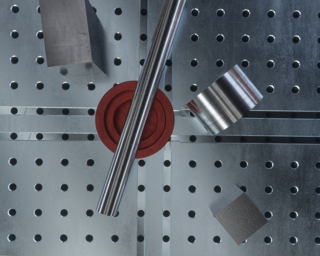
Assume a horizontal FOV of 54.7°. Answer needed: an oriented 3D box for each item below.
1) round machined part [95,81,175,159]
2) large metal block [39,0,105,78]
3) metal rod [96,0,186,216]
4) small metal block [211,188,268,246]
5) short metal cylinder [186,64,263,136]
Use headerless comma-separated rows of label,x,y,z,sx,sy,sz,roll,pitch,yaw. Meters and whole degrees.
round machined part,-0.031,-0.010,0.405,0.099,0.042,0.097,0,90,-1
large metal block,-0.105,-0.110,0.384,0.050,0.080,0.079,-7,90,0
metal rod,-0.018,-0.042,0.371,0.025,0.025,0.298,18,90,-1
small metal block,0.106,0.118,0.415,0.050,0.025,0.050,-39,91,0
short metal cylinder,0.079,-0.035,0.387,0.080,0.080,0.050,-39,90,0
